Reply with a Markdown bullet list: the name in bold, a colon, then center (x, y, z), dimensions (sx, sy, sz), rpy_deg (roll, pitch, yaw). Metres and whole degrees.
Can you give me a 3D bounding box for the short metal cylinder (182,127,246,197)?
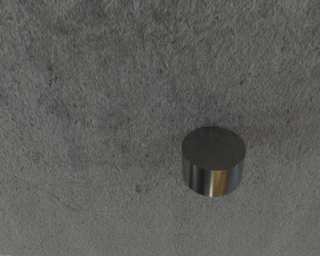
- **short metal cylinder**: center (0.069, 0.043, 0.408), dimensions (0.080, 0.080, 0.050), rpy_deg (-3, 130, 2)
